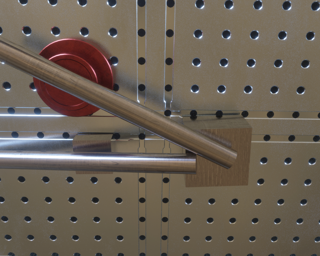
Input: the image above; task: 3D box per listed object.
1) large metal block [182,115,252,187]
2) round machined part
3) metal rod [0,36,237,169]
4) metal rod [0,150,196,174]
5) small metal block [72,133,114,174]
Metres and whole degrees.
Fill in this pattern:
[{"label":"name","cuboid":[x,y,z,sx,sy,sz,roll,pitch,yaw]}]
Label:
[{"label":"large metal block","cuboid":[0.072,0.029,0.409,0.081,0.050,0.079,-2,110,0]},{"label":"round machined part","cuboid":[-0.107,-0.059,0.381,0.099,0.042,0.097,0,110,-1]},{"label":"metal rod","cuboid":[-0.050,-0.027,0.351,0.301,0.025,0.025,26,108,-7]},{"label":"metal rod","cuboid":[-0.105,0.043,0.398,0.301,0.025,0.025,0,111,10]},{"label":"small metal block","cuboid":[-0.090,0.035,0.426,0.050,0.025,0.050,0,110,-1]}]
